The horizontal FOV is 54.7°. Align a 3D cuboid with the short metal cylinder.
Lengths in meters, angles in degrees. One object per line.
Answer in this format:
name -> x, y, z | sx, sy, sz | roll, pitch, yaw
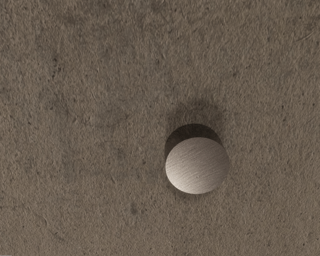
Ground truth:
short metal cylinder -> 0.047, 0.040, 0.412 | 0.081, 0.050, 0.079 | 0, 110, -1
